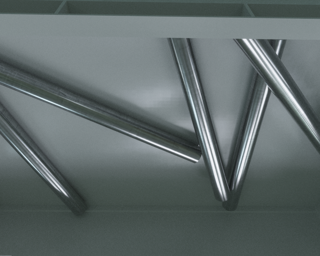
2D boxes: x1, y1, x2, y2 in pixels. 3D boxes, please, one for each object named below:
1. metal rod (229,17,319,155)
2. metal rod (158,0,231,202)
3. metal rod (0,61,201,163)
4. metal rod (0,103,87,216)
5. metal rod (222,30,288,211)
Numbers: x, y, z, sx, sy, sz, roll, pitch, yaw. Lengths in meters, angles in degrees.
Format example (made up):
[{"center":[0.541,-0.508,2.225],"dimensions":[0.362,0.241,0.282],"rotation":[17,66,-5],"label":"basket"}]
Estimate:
[{"center":[0.171,-0.018,0.372],"dimensions":[0.025,0.025,0.301],"rotation":[-33,130,25],"label":"metal rod"},{"center":[0.053,-0.009,0.392],"dimensions":[0.025,0.025,0.299],"rotation":[-13,127,11],"label":"metal rod"},{"center":[-0.078,-0.018,0.392],"dimensions":[0.302,0.025,0.025],"rotation":[23,126,-19],"label":"metal rod"},{"center":[-0.185,0.030,0.432],"dimensions":[0.025,0.025,0.299],"rotation":[-15,129,12],"label":"metal rod"},{"center":[0.119,0.016,0.423],"dimensions":[0.025,0.025,0.298],"rotation":[1,130,-1],"label":"metal rod"}]
